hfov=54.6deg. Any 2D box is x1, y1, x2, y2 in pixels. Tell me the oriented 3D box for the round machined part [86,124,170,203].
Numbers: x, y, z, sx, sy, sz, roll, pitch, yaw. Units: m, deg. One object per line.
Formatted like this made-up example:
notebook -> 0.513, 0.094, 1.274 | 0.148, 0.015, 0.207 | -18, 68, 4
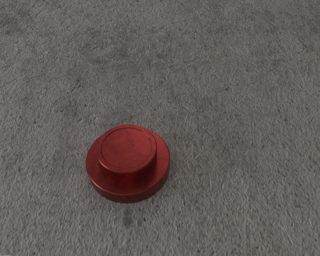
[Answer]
round machined part -> -0.038, 0.034, 0.363 | 0.099, 0.042, 0.098 | 0, 50, 0
